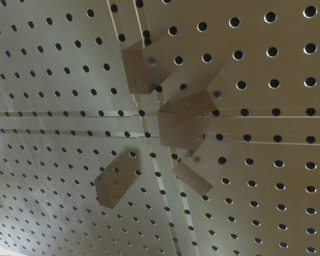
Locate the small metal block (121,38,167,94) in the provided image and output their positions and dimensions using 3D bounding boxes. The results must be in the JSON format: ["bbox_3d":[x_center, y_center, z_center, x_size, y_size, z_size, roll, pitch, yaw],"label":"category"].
[{"bbox_3d":[-0.017,-0.072,0.358,0.025,0.050,0.050,5,121,25],"label":"small metal block"}]

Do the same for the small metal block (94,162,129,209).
[{"bbox_3d":[-0.075,0.090,0.488,0.025,0.050,0.050,10,123,23],"label":"small metal block"}]

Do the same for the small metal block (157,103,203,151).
[{"bbox_3d":[0.027,-0.002,0.395,0.050,0.025,0.050,8,122,23],"label":"small metal block"}]

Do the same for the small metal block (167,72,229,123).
[{"bbox_3d":[0.044,-0.035,0.350,0.050,0.050,0.025,-19,108,35],"label":"small metal block"}]

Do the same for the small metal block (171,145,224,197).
[{"bbox_3d":[0.050,0.051,0.399,0.050,0.050,0.025,39,129,1],"label":"small metal block"}]
